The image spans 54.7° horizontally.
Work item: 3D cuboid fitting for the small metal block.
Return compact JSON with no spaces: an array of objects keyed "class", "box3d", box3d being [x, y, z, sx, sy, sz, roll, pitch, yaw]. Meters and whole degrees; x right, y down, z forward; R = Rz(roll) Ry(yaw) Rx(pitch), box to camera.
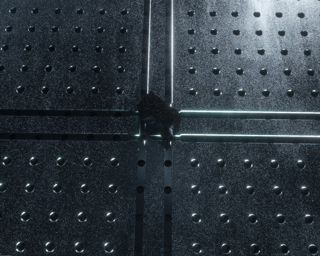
[{"class":"small metal block","box3d":[-0.001,-0.014,0.403,0.050,0.050,0.025,38,74,12]}]
